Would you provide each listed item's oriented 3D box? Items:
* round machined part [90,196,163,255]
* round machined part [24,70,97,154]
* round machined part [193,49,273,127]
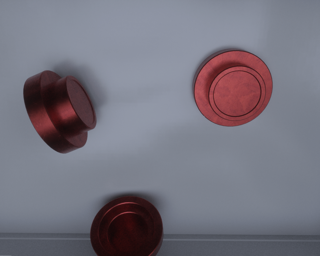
[{"bbox_3d":[-0.044,0.149,0.434,0.099,0.098,0.042,-4,139,1],"label":"round machined part"},{"bbox_3d":[-0.109,-0.023,0.363,0.042,0.098,0.098,-22,109,8],"label":"round machined part"},{"bbox_3d":[0.091,-0.047,0.386,0.099,0.042,0.097,0,110,0],"label":"round machined part"}]
